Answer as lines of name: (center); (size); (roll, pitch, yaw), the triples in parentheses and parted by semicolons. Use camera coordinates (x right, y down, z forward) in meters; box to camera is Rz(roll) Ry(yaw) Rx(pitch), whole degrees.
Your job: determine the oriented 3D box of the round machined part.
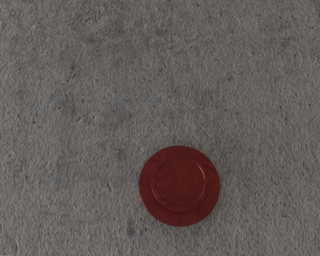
round machined part: (0.024, 0.068, 0.375); (0.099, 0.042, 0.098); (0, 70, 0)
